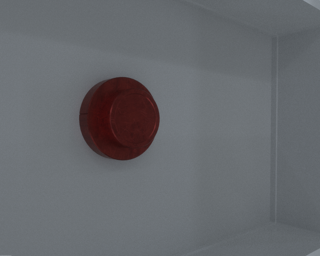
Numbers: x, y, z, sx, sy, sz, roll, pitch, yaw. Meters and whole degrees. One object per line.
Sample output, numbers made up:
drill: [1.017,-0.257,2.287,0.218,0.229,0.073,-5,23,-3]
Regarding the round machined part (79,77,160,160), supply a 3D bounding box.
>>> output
round machined part: [-0.039,-0.011,0.362,0.099,0.042,0.097,0,90,-40]
